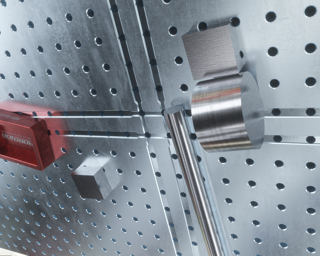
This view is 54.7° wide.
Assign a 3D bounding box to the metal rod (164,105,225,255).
[{"bbox_3d":[0.059,0.108,0.445,0.025,0.025,0.298,-4,117,30],"label":"metal rod"}]

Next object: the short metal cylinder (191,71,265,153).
[{"bbox_3d":[0.074,-0.015,0.327,0.050,0.080,0.080,-8,114,31],"label":"short metal cylinder"}]

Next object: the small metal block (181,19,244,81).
[{"bbox_3d":[0.057,-0.082,0.330,0.050,0.025,0.050,-5,116,30],"label":"small metal block"}]

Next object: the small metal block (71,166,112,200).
[{"bbox_3d":[-0.117,0.093,0.528,0.050,0.025,0.050,-3,117,29],"label":"small metal block"}]

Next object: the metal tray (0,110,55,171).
[{"bbox_3d":[-0.257,0.019,0.551,0.130,0.030,0.089,12,124,21],"label":"metal tray"}]
